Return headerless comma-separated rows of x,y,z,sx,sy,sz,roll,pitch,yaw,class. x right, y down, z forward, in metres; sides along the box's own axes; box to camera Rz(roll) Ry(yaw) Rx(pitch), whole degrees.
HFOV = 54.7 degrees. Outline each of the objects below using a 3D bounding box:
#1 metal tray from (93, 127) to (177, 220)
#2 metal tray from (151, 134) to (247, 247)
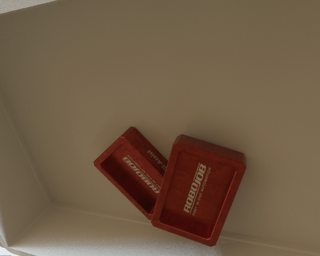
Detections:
-0.027,0.071,0.463,0.130,0.030,0.090,46,129,-4,metal tray
0.048,0.082,0.402,0.090,0.030,0.129,18,111,7,metal tray
